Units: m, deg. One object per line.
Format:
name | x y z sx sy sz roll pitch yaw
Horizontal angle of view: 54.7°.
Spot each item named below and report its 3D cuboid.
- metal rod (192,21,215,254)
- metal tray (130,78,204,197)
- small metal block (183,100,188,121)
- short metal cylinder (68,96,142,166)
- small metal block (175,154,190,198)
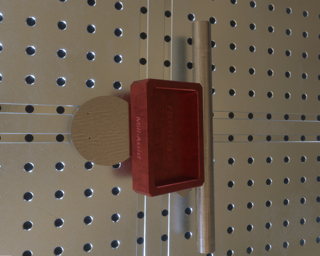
metal rod | 0.057 0.012 0.408 0.025 0.025 0.298 -1 91 -20
metal tray | 0.011 0.010 0.373 0.091 0.030 0.129 -2 91 -40
small metal block | 0.033 -0.029 0.426 0.050 0.025 0.050 -16 96 -20
short metal cylinder | -0.068 0.003 0.374 0.081 0.050 0.079 0 90 -21
small metal block | 0.024 0.059 0.422 0.050 0.025 0.050 41 77 -16
